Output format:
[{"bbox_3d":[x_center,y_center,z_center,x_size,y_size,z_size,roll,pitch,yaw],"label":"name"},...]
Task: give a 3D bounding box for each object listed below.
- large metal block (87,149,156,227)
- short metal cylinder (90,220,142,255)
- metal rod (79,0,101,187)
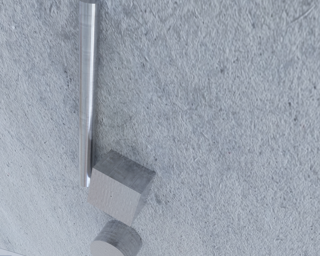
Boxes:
[{"bbox_3d":[-0.061,0.093,0.480,0.080,0.050,0.079,26,128,11],"label":"large metal block"},{"bbox_3d":[-0.080,0.217,0.567,0.080,0.050,0.079,13,124,21],"label":"short metal cylinder"},{"bbox_3d":[-0.104,-0.028,0.444,0.025,0.025,0.298,22,127,15],"label":"metal rod"}]
